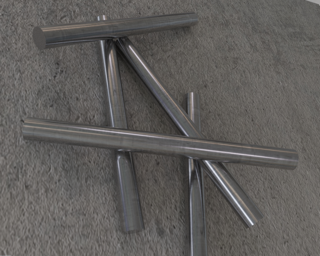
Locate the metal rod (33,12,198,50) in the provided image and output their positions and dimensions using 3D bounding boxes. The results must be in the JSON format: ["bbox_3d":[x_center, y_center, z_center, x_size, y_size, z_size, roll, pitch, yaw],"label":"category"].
[{"bbox_3d":[-0.038,-0.146,0.446,0.302,0.025,0.025,-27,77,-45],"label":"metal rod"}]

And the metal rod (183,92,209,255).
[{"bbox_3d":[0.042,0.082,0.375,0.025,0.025,0.300,15,56,-20],"label":"metal rod"}]

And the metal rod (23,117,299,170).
[{"bbox_3d":[0.007,0.019,0.347,0.302,0.025,0.025,7,57,-7],"label":"metal rod"}]

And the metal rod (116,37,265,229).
[{"bbox_3d":[0.025,-0.009,0.397,0.025,0.025,0.299,-20,65,-36],"label":"metal rod"}]

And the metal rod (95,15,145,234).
[{"bbox_3d":[-0.055,-0.024,0.388,0.025,0.025,0.299,3,61,-27],"label":"metal rod"}]
